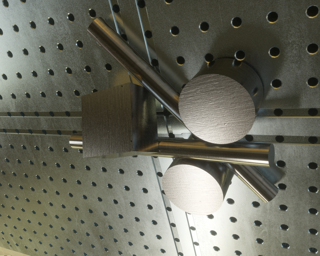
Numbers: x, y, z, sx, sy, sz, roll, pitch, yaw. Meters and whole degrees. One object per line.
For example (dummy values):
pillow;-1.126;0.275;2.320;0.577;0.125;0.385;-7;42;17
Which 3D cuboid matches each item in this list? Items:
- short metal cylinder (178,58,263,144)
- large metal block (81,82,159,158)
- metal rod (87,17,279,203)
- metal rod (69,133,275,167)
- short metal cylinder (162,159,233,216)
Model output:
short metal cylinder;0.067;-0.030;0.337;0.080;0.050;0.079;13;124;21
large metal block;-0.051;-0.005;0.391;0.080;0.050;0.080;-10;79;33
metal rod;0.030;-0.020;0.379;0.300;0.025;0.025;44;129;-3
metal rod;-0.009;0.024;0.404;0.300;0.025;0.025;2;120;34
short metal cylinder;0.050;0.067;0.405;0.080;0.050;0.079;13;124;21
